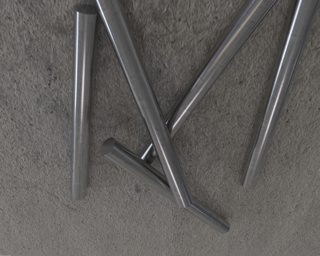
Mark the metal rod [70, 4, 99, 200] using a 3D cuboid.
[{"bbox_3d":[-0.101,-0.006,0.400,0.025,0.025,0.298,8,130,-7],"label":"metal rod"}]

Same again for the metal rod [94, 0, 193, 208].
[{"bbox_3d":[-0.010,-0.016,0.367,0.025,0.025,0.299,-14,121,11],"label":"metal rod"}]

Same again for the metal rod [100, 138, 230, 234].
[{"bbox_3d":[0.026,0.101,0.470,0.025,0.025,0.301,-30,131,23],"label":"metal rod"}]

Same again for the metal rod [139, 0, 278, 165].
[{"bbox_3d":[0.041,-0.042,0.371,0.025,0.025,0.298,22,127,-18],"label":"metal rod"}]

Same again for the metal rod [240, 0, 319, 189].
[{"bbox_3d":[0.140,-0.029,0.383,0.025,0.025,0.298,1,130,-1],"label":"metal rod"}]
